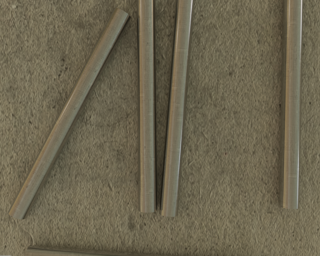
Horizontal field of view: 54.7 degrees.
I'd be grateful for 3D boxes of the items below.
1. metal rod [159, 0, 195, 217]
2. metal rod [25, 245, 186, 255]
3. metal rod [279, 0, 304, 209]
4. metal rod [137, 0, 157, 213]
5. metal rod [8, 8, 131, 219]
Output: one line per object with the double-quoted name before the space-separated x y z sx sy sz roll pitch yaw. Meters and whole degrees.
"metal rod" 0.023 -0.035 0.410 0.025 0.025 0.298 4 90 -1
"metal rod" -0.022 0.179 0.409 0.302 0.025 0.025 4 90 -1
"metal rod" 0.175 -0.044 0.412 0.025 0.025 0.298 1 90 -1
"metal rod" -0.017 -0.041 0.409 0.025 0.025 0.298 0 90 -1
"metal rod" -0.118 -0.019 0.408 0.025 0.025 0.299 27 90 -1
